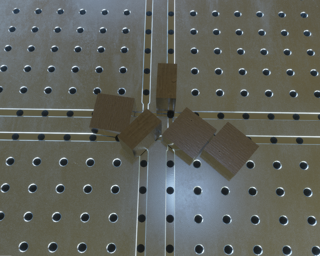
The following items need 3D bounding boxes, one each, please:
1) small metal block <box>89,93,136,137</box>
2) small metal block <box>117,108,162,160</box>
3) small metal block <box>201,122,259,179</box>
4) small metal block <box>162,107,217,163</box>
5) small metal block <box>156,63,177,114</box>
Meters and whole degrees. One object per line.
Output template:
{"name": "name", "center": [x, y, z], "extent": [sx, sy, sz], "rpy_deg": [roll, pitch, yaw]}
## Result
{"name": "small metal block", "center": [-0.062, -0.016, 0.417], "extent": [0.050, 0.025, 0.050], "rpy_deg": [8, 70, 3]}
{"name": "small metal block", "center": [-0.024, 0.009, 0.395], "extent": [0.025, 0.050, 0.050], "rpy_deg": [42, 75, 13]}
{"name": "small metal block", "center": [0.090, 0.029, 0.402], "extent": [0.050, 0.025, 0.050], "rpy_deg": [41, 75, 13]}
{"name": "small metal block", "center": [0.038, 0.010, 0.409], "extent": [0.050, 0.025, 0.050], "rpy_deg": [38, 74, 13]}
{"name": "small metal block", "center": [0.009, -0.052, 0.418], "extent": [0.025, 0.050, 0.050], "rpy_deg": [2, 70, 1]}
